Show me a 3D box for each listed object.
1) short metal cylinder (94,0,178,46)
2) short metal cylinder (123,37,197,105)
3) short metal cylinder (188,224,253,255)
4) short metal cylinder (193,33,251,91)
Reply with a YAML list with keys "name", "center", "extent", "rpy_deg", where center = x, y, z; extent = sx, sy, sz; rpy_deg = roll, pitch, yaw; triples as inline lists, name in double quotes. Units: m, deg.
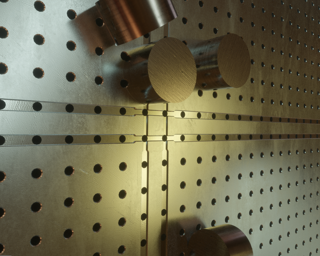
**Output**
- name: "short metal cylinder"
  center: [-0.026, -0.135, 0.353]
  extent: [0.080, 0.080, 0.050]
  rpy_deg: [-41, 115, -33]
- name: "short metal cylinder"
  center: [0.001, -0.070, 0.395]
  extent: [0.081, 0.050, 0.079]
  rpy_deg: [0, 90, -40]
- name: "short metal cylinder"
  center: [0.086, 0.184, 0.449]
  extent: [0.050, 0.080, 0.080]
  rpy_deg: [5, 87, -40]
- name: "short metal cylinder"
  center: [0.094, -0.099, 0.474]
  extent: [0.081, 0.050, 0.079]
  rpy_deg: [0, 90, -40]
